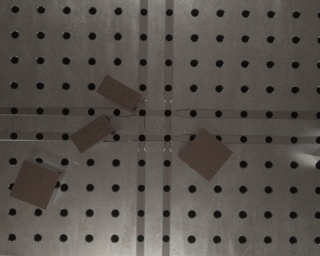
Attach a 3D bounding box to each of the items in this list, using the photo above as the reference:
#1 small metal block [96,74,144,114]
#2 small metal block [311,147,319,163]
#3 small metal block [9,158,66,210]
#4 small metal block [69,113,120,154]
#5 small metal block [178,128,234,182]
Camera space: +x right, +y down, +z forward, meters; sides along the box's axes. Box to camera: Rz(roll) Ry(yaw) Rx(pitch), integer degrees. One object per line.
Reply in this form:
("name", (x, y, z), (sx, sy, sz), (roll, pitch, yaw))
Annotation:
("small metal block", (-0.050, -0.042, 0.400), (0.050, 0.050, 0.025), (31, 90, -1))
("small metal block", (0.236, 0.029, 0.404), (0.050, 0.050, 0.025), (-45, 91, 0))
("small metal block", (-0.161, 0.073, 0.411), (0.050, 0.025, 0.050), (22, 90, -1))
("small metal block", (-0.082, 0.006, 0.400), (0.050, 0.050, 0.025), (-34, 90, 0))
("small metal block", (0.060, 0.035, 0.414), (0.050, 0.025, 0.050), (39, 90, -1))
